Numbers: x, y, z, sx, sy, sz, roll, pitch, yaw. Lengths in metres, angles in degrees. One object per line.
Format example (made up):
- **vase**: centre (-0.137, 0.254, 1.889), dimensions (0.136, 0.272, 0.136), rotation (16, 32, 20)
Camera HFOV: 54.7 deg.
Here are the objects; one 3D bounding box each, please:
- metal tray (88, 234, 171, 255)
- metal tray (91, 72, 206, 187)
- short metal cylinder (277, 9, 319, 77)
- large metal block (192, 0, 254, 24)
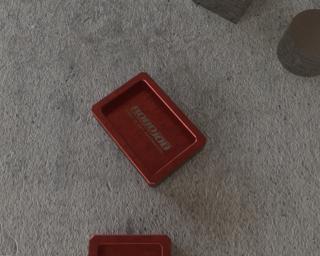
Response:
- **metal tray**: centre (-0.033, 0.185, 0.337), dimensions (0.091, 0.030, 0.130), rotation (0, 70, 0)
- **metal tray**: centre (-0.015, 0.000, 0.405), dimensions (0.090, 0.030, 0.130), rotation (-37, 74, -13)
- **short metal cylinder**: centre (0.215, -0.120, 0.440), dimensions (0.081, 0.050, 0.080), rotation (0, 70, 0)
- **large metal block**: centre (0.107, -0.221, 0.476), dimensions (0.080, 0.050, 0.080), rotation (32, 73, 11)
